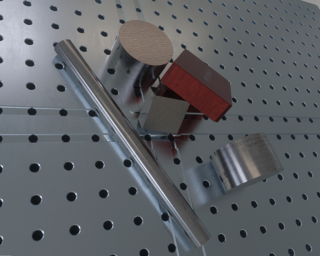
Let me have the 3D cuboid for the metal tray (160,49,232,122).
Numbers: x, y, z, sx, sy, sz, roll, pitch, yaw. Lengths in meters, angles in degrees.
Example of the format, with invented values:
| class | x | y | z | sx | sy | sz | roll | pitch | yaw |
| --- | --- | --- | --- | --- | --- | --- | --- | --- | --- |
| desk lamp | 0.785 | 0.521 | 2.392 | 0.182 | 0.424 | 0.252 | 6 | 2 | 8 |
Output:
| class | x | y | z | sx | sy | sz | roll | pitch | yaw |
| --- | --- | --- | --- | --- | --- | --- | --- | --- | --- |
| metal tray | 0.056 | -0.065 | 0.438 | 0.090 | 0.030 | 0.130 | 36 | 24 | -4 |

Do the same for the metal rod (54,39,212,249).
| class | x | y | z | sx | sy | sz | roll | pitch | yaw |
| --- | --- | --- | --- | --- | --- | --- | --- | --- | --- |
| metal rod | -0.039 | 0.012 | 0.379 | 0.025 | 0.025 | 0.299 | -29 | 78 | -37 |

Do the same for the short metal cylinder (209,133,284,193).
| class | x | y | z | sx | sy | sz | roll | pitch | yaw |
| --- | --- | --- | --- | --- | --- | --- | --- | --- | --- |
| short metal cylinder | 0.112 | 0.047 | 0.405 | 0.081 | 0.080 | 0.050 | -8 | 66 | -32 |

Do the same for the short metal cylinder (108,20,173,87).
| class | x | y | z | sx | sy | sz | roll | pitch | yaw |
| --- | --- | --- | --- | --- | --- | --- | --- | --- | --- |
| short metal cylinder | -0.028 | -0.106 | 0.441 | 0.081 | 0.050 | 0.080 | 14 | 56 | -21 |

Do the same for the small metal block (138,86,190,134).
| class | x | y | z | sx | sy | sz | roll | pitch | yaw |
| --- | --- | --- | --- | --- | --- | --- | --- | --- | --- |
| small metal block | 0.005 | -0.023 | 0.405 | 0.050 | 0.050 | 0.025 | 8 | 30 | -24 |
